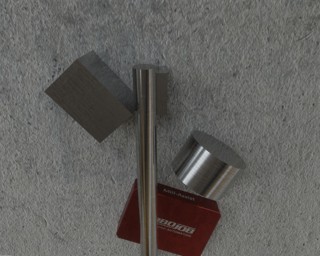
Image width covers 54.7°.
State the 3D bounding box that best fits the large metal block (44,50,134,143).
[{"bbox_3d":[-0.075,-0.040,0.365,0.050,0.080,0.080,-41,106,13],"label":"large metal block"}]

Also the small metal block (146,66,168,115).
[{"bbox_3d":[-0.004,-0.047,0.379,0.025,0.050,0.050,0,110,0],"label":"small metal block"}]

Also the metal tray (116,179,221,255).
[{"bbox_3d":[0.012,0.135,0.457,0.131,0.030,0.089,19,109,-7],"label":"metal tray"}]

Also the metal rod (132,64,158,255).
[{"bbox_3d":[-0.016,0.070,0.390,0.025,0.025,0.298,-1,116,0],"label":"metal rod"}]

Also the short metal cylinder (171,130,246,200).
[{"bbox_3d":[0.062,0.046,0.399,0.080,0.080,0.050,28,108,-10],"label":"short metal cylinder"}]
